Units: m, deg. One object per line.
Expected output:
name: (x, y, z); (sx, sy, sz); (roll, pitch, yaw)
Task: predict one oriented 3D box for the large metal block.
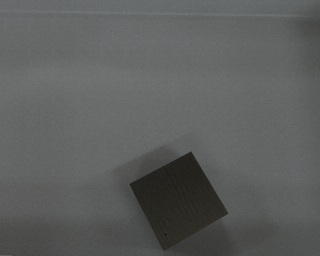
large metal block: (0.020, 0.086, 0.365); (0.080, 0.050, 0.080); (-27, 73, -10)
